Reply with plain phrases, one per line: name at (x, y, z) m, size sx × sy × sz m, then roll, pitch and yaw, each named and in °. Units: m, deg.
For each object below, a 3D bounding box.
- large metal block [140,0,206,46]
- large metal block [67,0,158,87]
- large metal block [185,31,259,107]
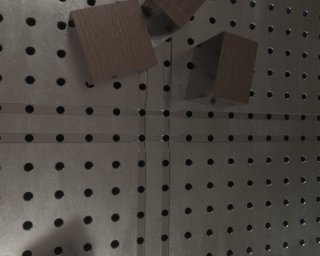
large metal block at (0.017, -0.159, 0.390) m, size 0.050 × 0.080 × 0.080 m, roll 42°, pitch 77°, yaw -16°
large metal block at (-0.058, -0.102, 0.378) m, size 0.081 × 0.050 × 0.080 m, roll -19°, pitch 97°, yaw -19°
large metal block at (0.079, -0.073, 0.414) m, size 0.050 × 0.080 × 0.080 m, roll 12°, pitch 86°, yaw -20°
